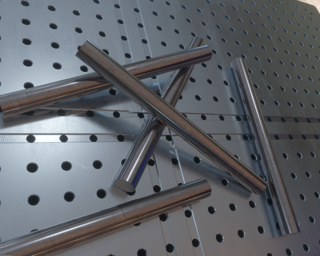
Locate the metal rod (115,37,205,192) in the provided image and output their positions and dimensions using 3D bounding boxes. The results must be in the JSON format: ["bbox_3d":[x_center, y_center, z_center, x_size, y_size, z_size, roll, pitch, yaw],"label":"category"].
[{"bbox_3d":[0.013,-0.041,0.441,0.025,0.025,0.301,32,51,-8],"label":"metal rod"}]

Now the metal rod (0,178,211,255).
[{"bbox_3d":[-0.068,0.099,0.311,0.303,0.025,0.025,-10,67,-33],"label":"metal rod"}]

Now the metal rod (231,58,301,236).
[{"bbox_3d":[0.159,0.012,0.488,0.025,0.025,0.299,7,59,-25],"label":"metal rod"}]

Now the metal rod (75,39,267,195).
[{"bbox_3d":[0.025,-0.005,0.396,0.301,0.025,0.025,37,50,-15],"label":"metal rod"}]

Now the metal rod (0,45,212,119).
[{"bbox_3d":[-0.049,-0.069,0.406,0.302,0.025,0.025,-21,73,-30],"label":"metal rod"}]
